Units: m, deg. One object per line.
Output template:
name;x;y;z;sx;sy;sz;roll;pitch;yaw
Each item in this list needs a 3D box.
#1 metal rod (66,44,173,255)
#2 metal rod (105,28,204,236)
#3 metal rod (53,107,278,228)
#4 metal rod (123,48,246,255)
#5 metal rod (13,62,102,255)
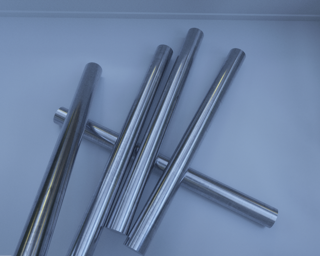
metal rod;-0.038;0.011;0.378;0.025;0.025;0.300;17;61;6
metal rod;0.004;-0.015;0.394;0.025;0.025;0.300;19;63;6
metal rod;0.000;0.046;0.392;0.301;0.025;0.025;25;72;8
metal rod;0.043;0.010;0.384;0.025;0.025;0.300;27;64;9
metal rod;-0.101;0.023;0.335;0.025;0.025;0.300;3;45;1
